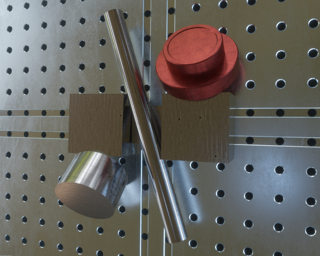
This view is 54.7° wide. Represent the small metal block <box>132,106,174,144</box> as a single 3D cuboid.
[{"bbox_3d":[-0.009,-0.004,0.416,0.050,0.025,0.050,1,90,20],"label":"small metal block"}]

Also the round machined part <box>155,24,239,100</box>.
[{"bbox_3d":[0.041,-0.083,0.363,0.098,0.042,0.098,-9,53,12],"label":"round machined part"}]

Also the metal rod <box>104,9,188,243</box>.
[{"bbox_3d":[-0.020,-0.007,0.392,0.025,0.025,0.299,-18,84,19],"label":"metal rod"}]

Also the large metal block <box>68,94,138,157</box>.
[{"bbox_3d":[-0.076,-0.005,0.427,0.080,0.050,0.079,2,91,20],"label":"large metal block"}]

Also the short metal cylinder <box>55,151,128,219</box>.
[{"bbox_3d":[-0.088,0.076,0.408,0.080,0.050,0.080,11,136,11],"label":"short metal cylinder"}]

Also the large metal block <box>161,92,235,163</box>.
[{"bbox_3d":[0.048,-0.001,0.383,0.080,0.050,0.079,1,90,20],"label":"large metal block"}]
